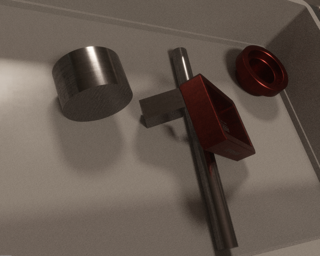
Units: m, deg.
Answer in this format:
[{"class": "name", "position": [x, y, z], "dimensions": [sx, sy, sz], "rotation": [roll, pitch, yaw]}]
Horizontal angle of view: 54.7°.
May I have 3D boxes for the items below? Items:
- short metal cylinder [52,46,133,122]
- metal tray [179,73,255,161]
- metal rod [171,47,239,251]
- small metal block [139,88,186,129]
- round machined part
[{"class": "short metal cylinder", "position": [-0.078, -0.049, 0.359], "dimensions": [0.081, 0.080, 0.050], "rotation": [-9, 67, -32]}, {"class": "metal tray", "position": [0.080, -0.009, 0.411], "dimensions": [0.131, 0.030, 0.090], "rotation": [21, 46, -56]}, {"class": "metal rod", "position": [0.055, 0.010, 0.430], "dimensions": [0.025, 0.025, 0.299], "rotation": [4, 60, -27]}, {"class": "small metal block", "position": [0.003, -0.024, 0.394], "dimensions": [0.050, 0.050, 0.025], "rotation": [-18, 78, -4]}, {"class": "round machined part", "position": [0.174, -0.096, 0.550], "dimensions": [0.099, 0.042, 0.098], "rotation": [14, 56, -21]}]
